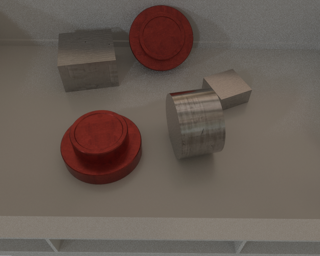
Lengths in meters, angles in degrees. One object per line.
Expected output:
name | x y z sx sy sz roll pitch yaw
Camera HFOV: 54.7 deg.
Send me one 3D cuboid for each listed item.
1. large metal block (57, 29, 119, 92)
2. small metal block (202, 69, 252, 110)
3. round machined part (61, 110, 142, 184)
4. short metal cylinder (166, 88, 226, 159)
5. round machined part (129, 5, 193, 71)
large metal block | -0.109 -0.105 0.475 0.081 0.050 0.080 -8 51 -7
small metal block | 0.097 -0.056 0.453 0.050 0.025 0.050 -19 53 -16
round machined part | -0.072 0.016 0.380 0.099 0.042 0.098 0 50 0
short metal cylinder | 0.040 -0.006 0.375 0.050 0.080 0.080 -9 51 -8
round machined part | 0.002 -0.137 0.472 0.099 0.097 0.042 -3 8 -3
